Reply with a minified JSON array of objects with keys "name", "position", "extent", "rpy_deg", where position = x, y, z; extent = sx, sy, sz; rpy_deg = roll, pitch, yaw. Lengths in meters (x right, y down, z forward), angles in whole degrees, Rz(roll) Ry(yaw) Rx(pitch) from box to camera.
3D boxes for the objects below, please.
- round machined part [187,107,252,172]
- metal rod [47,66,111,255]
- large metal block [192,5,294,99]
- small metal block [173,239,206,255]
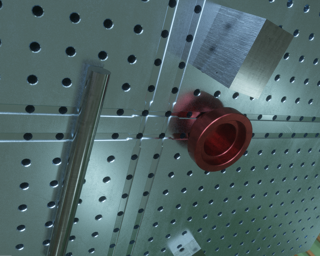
[{"name":"round machined part","position":[0.083,0.013,0.456],"extent":[0.099,0.042,0.097],"rpy_deg":[-14,125,-21]},{"name":"metal rod","position":[-0.110,0.068,0.393],"extent":[0.025,0.025,0.298],"rpy_deg":[5,116,-31]},{"name":"large metal block","position":[0.096,-0.092,0.373],"extent":[0.050,0.080,0.079],"rpy_deg":[13,112,-34]},{"name":"small metal block","position":[0.060,0.251,0.602],"extent":[0.050,0.025,0.050],"rpy_deg":[-33,129,-7]}]
